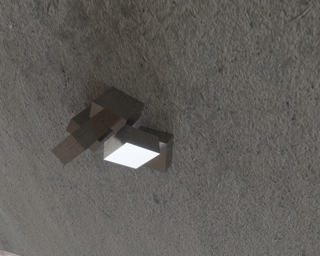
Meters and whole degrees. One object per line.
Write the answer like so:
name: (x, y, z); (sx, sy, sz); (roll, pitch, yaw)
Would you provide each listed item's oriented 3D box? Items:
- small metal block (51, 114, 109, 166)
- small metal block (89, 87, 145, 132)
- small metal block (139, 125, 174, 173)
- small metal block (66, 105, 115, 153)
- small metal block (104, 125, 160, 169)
small metal block: (-0.099, 0.015, 0.387); (0.050, 0.050, 0.025); (-33, 100, 38)
small metal block: (-0.055, -0.024, 0.405); (0.050, 0.050, 0.025); (28, 128, 10)
small metal block: (-0.010, 0.029, 0.430); (0.050, 0.025, 0.050); (15, 125, 19)
small metal block: (-0.095, -0.001, 0.440); (0.050, 0.050, 0.025); (39, 129, 2)
small metal block: (-0.036, 0.025, 0.393); (0.050, 0.025, 0.050); (22, 139, -35)
